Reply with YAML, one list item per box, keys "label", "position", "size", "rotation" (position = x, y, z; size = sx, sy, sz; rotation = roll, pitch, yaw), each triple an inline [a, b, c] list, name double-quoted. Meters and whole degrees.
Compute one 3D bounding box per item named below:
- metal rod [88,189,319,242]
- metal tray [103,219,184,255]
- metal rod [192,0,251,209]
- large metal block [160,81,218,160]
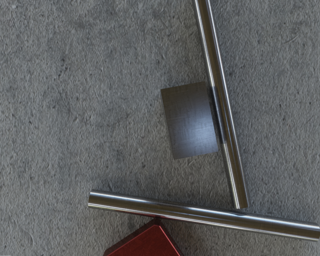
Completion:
- label: "metal rod"
  position: [0.058, 0.116, 0.410]
  size: [0.302, 0.025, 0.025]
  rotation: [9, 90, -1]
- label: "metal tray"
  position: [-0.005, 0.199, 0.408]
  size: [0.090, 0.030, 0.130]
  rotation: [-34, 90, -1]
- label: "metal rod"
  position: [0.080, -0.043, 0.411]
  size: [0.025, 0.025, 0.298]
  rotation: [-11, 90, 0]
- label: "large metal block"
  position: [0.032, -0.009, 0.383]
  size: [0.050, 0.080, 0.080]
  rotation: [-11, 90, 0]
